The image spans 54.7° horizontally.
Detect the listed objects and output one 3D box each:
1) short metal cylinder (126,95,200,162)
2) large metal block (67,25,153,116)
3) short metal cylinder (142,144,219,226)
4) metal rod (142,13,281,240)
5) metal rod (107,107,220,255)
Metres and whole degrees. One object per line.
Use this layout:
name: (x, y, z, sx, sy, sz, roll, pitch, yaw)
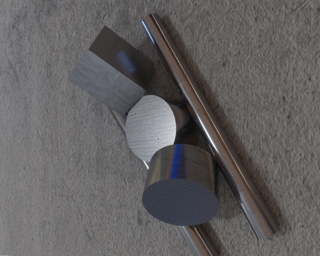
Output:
short metal cylinder: (0.003, 0.001, 0.387, 0.080, 0.050, 0.080, 0, 90, 40)
large metal block: (-0.060, -0.075, 0.400, 0.050, 0.080, 0.080, -44, 22, 31)
short metal cylinder: (0.024, 0.064, 0.343, 0.080, 0.080, 0.050, -38, 24, 33)
metal rod: (0.049, -0.018, 0.365, 0.025, 0.025, 0.299, -39, 66, 33)
metal rod: (-0.016, 0.041, 0.419, 0.025, 0.025, 0.299, -48, 62, 29)
